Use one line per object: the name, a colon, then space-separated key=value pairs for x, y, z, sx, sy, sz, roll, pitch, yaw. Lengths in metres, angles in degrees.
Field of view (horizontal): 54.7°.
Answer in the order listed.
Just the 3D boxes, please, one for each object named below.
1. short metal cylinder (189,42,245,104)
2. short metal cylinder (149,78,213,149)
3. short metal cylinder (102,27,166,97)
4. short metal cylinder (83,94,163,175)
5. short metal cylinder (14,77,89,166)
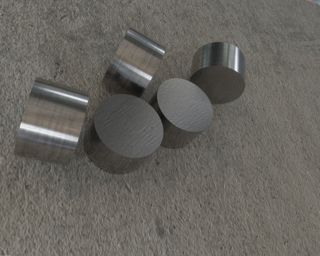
short metal cylinder: x=0.086 y=-0.081 z=0.464 sx=0.080 sy=0.080 sz=0.050 roll=22 pitch=54 yaw=-15
short metal cylinder: x=0.023 y=-0.019 z=0.411 sx=0.081 sy=0.050 sz=0.080 roll=14 pitch=56 yaw=-21
short metal cylinder: x=-0.034 y=-0.081 z=0.400 sx=0.050 sy=0.080 sz=0.080 roll=28 pitch=52 yaw=-11
short metal cylinder: x=-0.043 y=0.008 z=0.360 sx=0.081 sy=0.050 sz=0.080 roll=14 pitch=56 yaw=-21
short metal cylinder: x=-0.109 y=-0.006 z=0.313 sx=0.050 sy=0.080 sz=0.080 roll=16 pitch=55 yaw=-19
